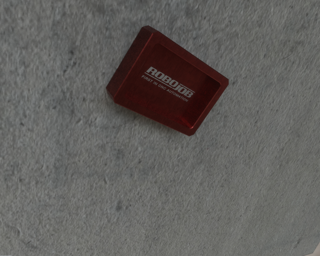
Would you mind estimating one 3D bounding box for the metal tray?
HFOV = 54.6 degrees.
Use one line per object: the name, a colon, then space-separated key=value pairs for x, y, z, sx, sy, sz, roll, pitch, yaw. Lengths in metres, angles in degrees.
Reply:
metal tray: x=0.013 y=-0.051 z=0.377 sx=0.131 sy=0.030 sz=0.090 roll=24 pitch=105 yaw=-37
